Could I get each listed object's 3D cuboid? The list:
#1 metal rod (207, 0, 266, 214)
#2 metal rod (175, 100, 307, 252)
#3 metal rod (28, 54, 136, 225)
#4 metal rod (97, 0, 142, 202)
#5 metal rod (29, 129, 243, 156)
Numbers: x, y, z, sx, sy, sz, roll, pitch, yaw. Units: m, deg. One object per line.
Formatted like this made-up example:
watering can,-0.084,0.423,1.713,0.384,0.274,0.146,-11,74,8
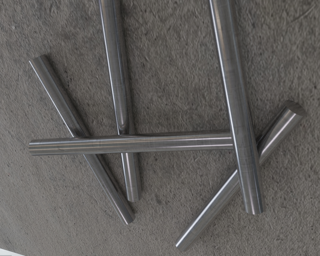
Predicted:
metal rod,0.077,-0.043,0.319,0.025,0.025,0.298,-4,111,30
metal rod,0.088,0.084,0.412,0.025,0.025,0.298,32,129,7
metal rod,-0.113,0.029,0.484,0.025,0.025,0.299,-12,112,33
metal rod,-0.049,-0.019,0.420,0.025,0.025,0.298,10,123,23
metal rod,-0.044,0.021,0.411,0.301,0.025,0.025,-3,117,19
